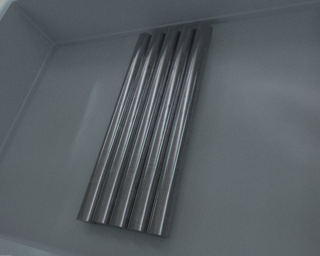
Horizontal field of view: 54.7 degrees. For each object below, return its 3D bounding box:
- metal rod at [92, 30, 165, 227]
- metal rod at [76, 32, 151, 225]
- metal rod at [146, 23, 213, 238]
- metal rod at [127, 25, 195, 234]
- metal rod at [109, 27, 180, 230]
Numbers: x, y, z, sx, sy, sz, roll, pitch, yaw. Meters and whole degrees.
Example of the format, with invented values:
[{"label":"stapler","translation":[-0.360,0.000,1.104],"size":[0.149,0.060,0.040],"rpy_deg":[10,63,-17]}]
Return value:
[{"label":"metal rod","translation":[-0.035,-0.017,0.433],"size":[0.025,0.025,0.300],"rpy_deg":[0,62,28]},{"label":"metal rod","translation":[-0.057,-0.016,0.444],"size":[0.025,0.025,0.300],"rpy_deg":[0,62,28]},{"label":"metal rod","translation":[0.032,-0.015,0.397],"size":[0.025,0.025,0.300],"rpy_deg":[0,62,28]},{"label":"metal rod","translation":[0.010,-0.016,0.409],"size":[0.025,0.025,0.300],"rpy_deg":[0,62,28]},{"label":"metal rod","translation":[-0.013,-0.016,0.421],"size":[0.025,0.025,0.300],"rpy_deg":[0,62,28]}]
